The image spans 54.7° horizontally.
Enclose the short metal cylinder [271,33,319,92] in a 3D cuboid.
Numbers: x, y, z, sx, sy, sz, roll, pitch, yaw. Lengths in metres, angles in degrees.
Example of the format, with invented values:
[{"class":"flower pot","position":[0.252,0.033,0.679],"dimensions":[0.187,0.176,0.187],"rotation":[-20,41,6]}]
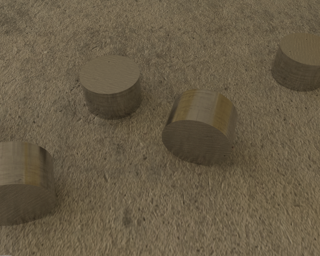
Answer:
[{"class":"short metal cylinder","position":[0.218,-0.101,0.473],"dimensions":[0.080,0.050,0.080],"rotation":[0,50,0]}]

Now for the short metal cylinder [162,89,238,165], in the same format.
[{"class":"short metal cylinder","position":[0.048,0.000,0.368],"dimensions":[0.080,0.080,0.050],"rotation":[13,52,11]}]

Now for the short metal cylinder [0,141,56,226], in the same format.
[{"class":"short metal cylinder","position":[-0.151,0.058,0.317],"dimensions":[0.081,0.080,0.050],"rotation":[-12,51,-10]}]

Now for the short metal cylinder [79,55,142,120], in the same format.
[{"class":"short metal cylinder","position":[-0.067,-0.058,0.435],"dimensions":[0.080,0.050,0.080],"rotation":[0,50,0]}]
